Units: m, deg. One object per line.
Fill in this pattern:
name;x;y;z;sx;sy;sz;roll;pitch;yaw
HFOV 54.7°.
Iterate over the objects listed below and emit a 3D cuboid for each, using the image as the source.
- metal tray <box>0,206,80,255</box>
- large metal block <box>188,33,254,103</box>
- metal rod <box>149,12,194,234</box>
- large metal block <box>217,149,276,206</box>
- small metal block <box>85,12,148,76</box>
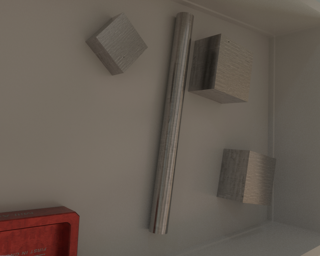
metal tray;-0.143;0.126;0.284;0.131;0.030;0.089;5;87;-40
large metal block;0.094;-0.086;0.472;0.081;0.050;0.080;13;82;-40
metal rod;0.017;-0.011;0.422;0.025;0.025;0.298;12;82;-40
large metal block;0.145;0.082;0.515;0.081;0.050;0.080;17;79;-39
small metal block;-0.050;-0.099;0.366;0.050;0.025;0.050;52;59;-28
